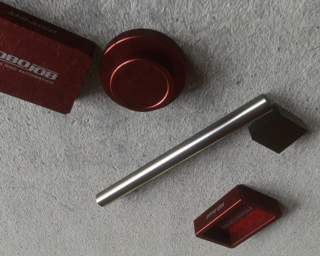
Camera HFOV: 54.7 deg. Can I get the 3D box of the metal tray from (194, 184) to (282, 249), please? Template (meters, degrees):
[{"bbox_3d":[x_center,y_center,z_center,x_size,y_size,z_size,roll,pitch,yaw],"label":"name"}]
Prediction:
[{"bbox_3d":[0.132,0.158,0.540,0.090,0.030,0.129,25,126,-21],"label":"metal tray"}]

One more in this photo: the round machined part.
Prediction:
[{"bbox_3d":[-0.019,-0.057,0.348,0.099,0.042,0.097,-1,130,0],"label":"round machined part"}]

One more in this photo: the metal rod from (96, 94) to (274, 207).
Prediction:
[{"bbox_3d":[0.019,0.043,0.443,0.299,0.025,0.025,-33,123,24],"label":"metal rod"}]

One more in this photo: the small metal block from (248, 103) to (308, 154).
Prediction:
[{"bbox_3d":[0.155,0.002,0.411,0.050,0.025,0.050,26,125,-21],"label":"small metal block"}]

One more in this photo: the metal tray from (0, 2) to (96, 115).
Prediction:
[{"bbox_3d":[-0.148,-0.076,0.337,0.131,0.030,0.089,20,127,-17],"label":"metal tray"}]
